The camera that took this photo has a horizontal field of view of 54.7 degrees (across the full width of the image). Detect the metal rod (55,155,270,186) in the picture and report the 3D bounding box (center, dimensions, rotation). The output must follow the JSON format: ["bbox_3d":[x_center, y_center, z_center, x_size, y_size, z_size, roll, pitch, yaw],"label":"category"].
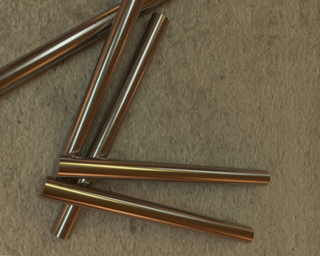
[{"bbox_3d":[0.023,0.059,0.402,0.302,0.025,0.025,7,88,-26],"label":"metal rod"}]

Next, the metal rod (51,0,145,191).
[{"bbox_3d":[-0.064,-0.069,0.367,0.025,0.025,0.299,22,89,-19],"label":"metal rod"}]

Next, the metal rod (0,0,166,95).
[{"bbox_3d":[-0.090,-0.114,0.375,0.301,0.025,0.025,-36,102,-17],"label":"metal rod"}]

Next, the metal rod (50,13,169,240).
[{"bbox_3d":[-0.058,-0.009,0.388,0.025,0.025,0.299,27,81,-19],"label":"metal rod"}]

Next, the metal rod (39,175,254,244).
[{"bbox_3d":[0.003,0.111,0.395,0.302,0.025,0.025,21,83,-25],"label":"metal rod"}]
